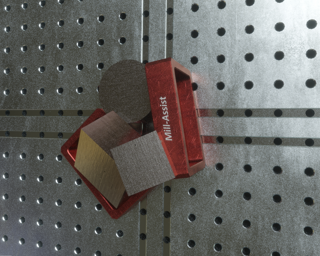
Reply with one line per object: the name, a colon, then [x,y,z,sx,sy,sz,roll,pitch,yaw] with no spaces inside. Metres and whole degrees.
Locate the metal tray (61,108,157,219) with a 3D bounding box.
metal tray: [-0.067,0.048,0.431,0.090,0.030,0.130,-45,77,14]

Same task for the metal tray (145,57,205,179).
metal tray: [0.021,-0.010,0.370,0.030,0.090,0.129,-10,87,19]

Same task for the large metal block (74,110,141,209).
large metal block: [-0.056,0.040,0.385,0.080,0.050,0.079,41,138,14]

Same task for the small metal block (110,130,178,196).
small metal block: [-0.015,0.036,0.317,0.050,0.025,0.050,-23,83,7]

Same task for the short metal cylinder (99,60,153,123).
short metal cylinder: [-0.033,-0.046,0.410,0.080,0.050,0.079,0,90,19]
